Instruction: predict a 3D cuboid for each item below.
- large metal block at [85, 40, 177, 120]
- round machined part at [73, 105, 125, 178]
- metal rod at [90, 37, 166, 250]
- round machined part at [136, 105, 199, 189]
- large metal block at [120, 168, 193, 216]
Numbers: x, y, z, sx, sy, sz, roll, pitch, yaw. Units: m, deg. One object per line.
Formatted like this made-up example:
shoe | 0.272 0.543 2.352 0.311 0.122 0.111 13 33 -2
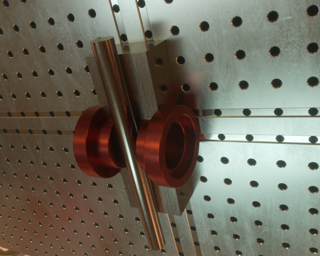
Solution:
large metal block | -0.033 -0.057 0.376 0.080 0.050 0.079 2 120 27
round machined part | -0.064 0.017 0.408 0.042 0.098 0.097 2 119 27
metal rod | -0.032 0.039 0.387 0.025 0.025 0.298 2 120 27
round machined part | 0.008 0.020 0.372 0.042 0.099 0.097 5 121 32
large metal block | -0.004 0.072 0.441 0.080 0.050 0.079 3 120 27
